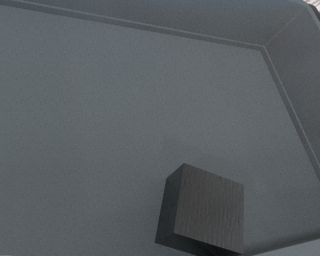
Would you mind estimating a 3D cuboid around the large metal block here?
[{"bbox_3d":[0.047,0.097,0.355,0.080,0.050,0.080,21,53,-13],"label":"large metal block"}]
